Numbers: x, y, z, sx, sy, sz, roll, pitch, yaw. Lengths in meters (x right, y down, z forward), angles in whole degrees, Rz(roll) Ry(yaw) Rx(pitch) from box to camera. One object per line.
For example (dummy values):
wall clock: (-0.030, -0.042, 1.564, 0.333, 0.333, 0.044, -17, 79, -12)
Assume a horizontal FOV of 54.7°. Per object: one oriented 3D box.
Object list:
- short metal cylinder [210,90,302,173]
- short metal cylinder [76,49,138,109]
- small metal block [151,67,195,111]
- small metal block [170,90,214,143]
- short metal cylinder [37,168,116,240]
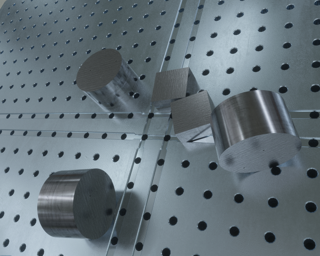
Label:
short metal cylinder: (0.096, 0.006, 0.319, 0.080, 0.080, 0.050, -19, 55, 17)
short metal cylinder: (-0.081, -0.076, 0.482, 0.080, 0.050, 0.080, -13, 56, 21)
small metal block: (0.019, -0.054, 0.431, 0.050, 0.025, 0.050, -5, 59, 25)
small metal block: (0.044, -0.014, 0.394, 0.050, 0.025, 0.050, -19, 54, 17)
short metal cylinder: (-0.096, 0.089, 0.369, 0.050, 0.080, 0.080, -7, 59, 25)
